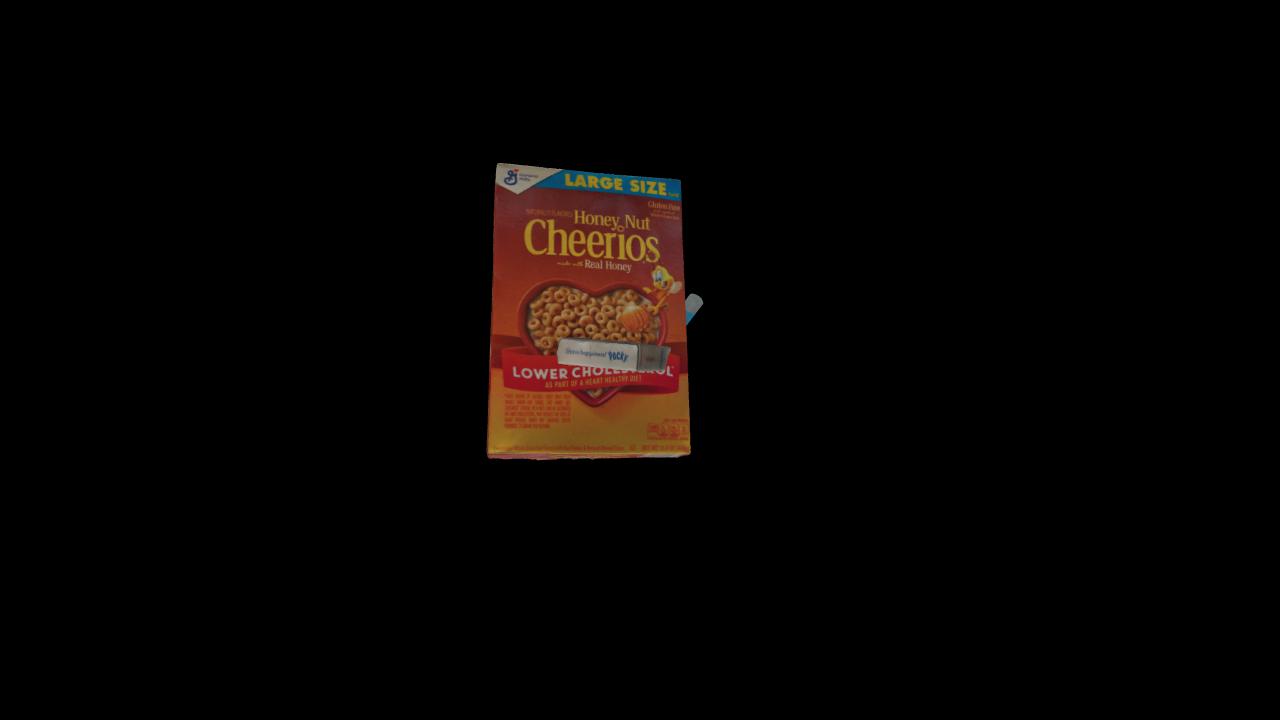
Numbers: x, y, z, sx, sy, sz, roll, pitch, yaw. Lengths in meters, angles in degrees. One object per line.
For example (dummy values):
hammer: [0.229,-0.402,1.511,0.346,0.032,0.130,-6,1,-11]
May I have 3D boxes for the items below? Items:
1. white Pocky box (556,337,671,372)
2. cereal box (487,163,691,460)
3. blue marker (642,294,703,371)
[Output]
white Pocky box: [-0.012,-0.004,0.632,0.084,0.028,0.154,4,0,21]
cereal box: [-0.056,-0.050,0.653,0.203,0.306,0.081,2,-12,-14]
blue marker: [0.037,-0.030,0.740,0.020,0.020,0.121,0,-41,-39]
